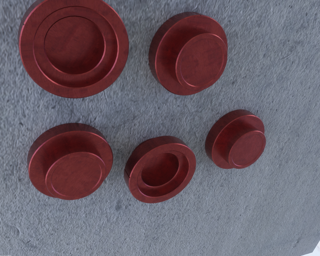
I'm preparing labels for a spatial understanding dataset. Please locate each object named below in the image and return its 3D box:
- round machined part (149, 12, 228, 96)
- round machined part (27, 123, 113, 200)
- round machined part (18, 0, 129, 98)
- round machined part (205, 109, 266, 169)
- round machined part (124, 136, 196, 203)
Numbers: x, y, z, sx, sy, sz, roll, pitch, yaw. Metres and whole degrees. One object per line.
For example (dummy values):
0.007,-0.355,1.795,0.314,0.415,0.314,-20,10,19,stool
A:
0.040,-0.083,0.366,0.099,0.042,0.097,-14,124,-21,round machined part
-0.103,0.046,0.368,0.099,0.042,0.097,-14,124,-21,round machined part
-0.084,-0.081,0.299,0.099,0.042,0.097,-14,124,-21,round machined part
0.123,0.024,0.477,0.099,0.042,0.097,-14,124,-21,round machined part
-0.003,0.052,0.426,0.099,0.042,0.097,-14,124,-21,round machined part
